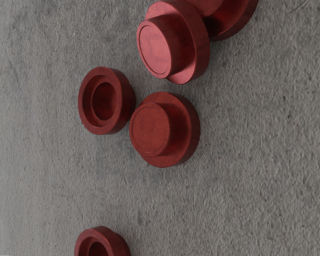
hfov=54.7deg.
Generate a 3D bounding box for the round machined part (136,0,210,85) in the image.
[{"bbox_3d":[0.009,-0.096,0.358,0.098,0.042,0.097,42,148,36],"label":"round machined part"}]

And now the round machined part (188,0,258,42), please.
[{"bbox_3d":[0.057,-0.150,0.347,0.098,0.042,0.097,0,90,40],"label":"round machined part"}]

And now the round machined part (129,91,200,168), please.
[{"bbox_3d":[-0.001,0.002,0.395,0.098,0.042,0.097,0,90,40],"label":"round machined part"}]

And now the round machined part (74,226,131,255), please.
[{"bbox_3d":[-0.081,0.195,0.461,0.098,0.042,0.097,0,90,40],"label":"round machined part"}]

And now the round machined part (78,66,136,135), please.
[{"bbox_3d":[-0.074,-0.039,0.455,0.098,0.042,0.097,0,90,40],"label":"round machined part"}]
